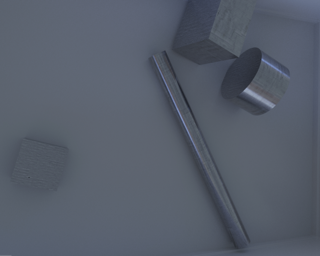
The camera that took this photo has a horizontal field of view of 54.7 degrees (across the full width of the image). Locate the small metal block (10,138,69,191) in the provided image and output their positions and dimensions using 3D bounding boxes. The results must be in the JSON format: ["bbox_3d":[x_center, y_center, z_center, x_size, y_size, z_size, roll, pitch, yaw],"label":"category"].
[{"bbox_3d":[-0.139,0.042,0.360,0.050,0.025,0.050,16,84,-20],"label":"small metal block"}]

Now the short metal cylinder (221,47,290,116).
[{"bbox_3d":[0.131,-0.064,0.431,0.050,0.080,0.080,27,81,-19],"label":"short metal cylinder"}]

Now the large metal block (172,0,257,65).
[{"bbox_3d":[0.069,-0.134,0.404,0.050,0.080,0.080,22,83,-29],"label":"large metal block"}]

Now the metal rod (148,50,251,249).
[{"bbox_3d":[0.059,0.036,0.433,0.025,0.025,0.299,-28,100,-18],"label":"metal rod"}]
